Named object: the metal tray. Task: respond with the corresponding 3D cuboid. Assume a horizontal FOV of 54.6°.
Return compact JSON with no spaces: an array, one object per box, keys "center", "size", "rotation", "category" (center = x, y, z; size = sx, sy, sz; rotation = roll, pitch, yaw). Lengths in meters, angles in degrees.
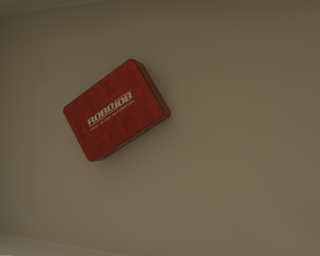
[{"center":[-0.062,-0.022,0.430],"size":[0.130,0.030,0.090],"rotation":[-33,80,17],"category":"metal tray"}]
